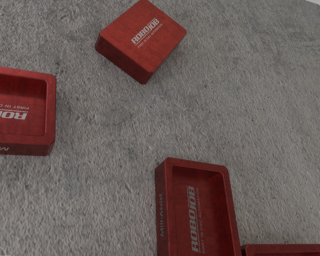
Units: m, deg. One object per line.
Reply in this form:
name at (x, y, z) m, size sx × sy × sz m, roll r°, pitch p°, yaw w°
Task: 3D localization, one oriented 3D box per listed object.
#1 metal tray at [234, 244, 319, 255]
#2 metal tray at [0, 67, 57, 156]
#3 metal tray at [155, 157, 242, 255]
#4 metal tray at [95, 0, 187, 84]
metal tray at (0.153, 0.187, 0.367) m, size 0.131 × 0.030 × 0.090 m, roll 9°, pitch 58°, yaw -23°
metal tray at (-0.177, -0.020, 0.317) m, size 0.131 × 0.030 × 0.090 m, roll 5°, pitch 59°, yaw -26°
metal tray at (0.043, 0.104, 0.359) m, size 0.091 × 0.030 × 0.130 m, roll 11°, pitch 57°, yaw -22°
metal tray at (-0.025, -0.135, 0.469) m, size 0.090 × 0.030 × 0.130 m, roll 37°, pitch 51°, yaw -4°
